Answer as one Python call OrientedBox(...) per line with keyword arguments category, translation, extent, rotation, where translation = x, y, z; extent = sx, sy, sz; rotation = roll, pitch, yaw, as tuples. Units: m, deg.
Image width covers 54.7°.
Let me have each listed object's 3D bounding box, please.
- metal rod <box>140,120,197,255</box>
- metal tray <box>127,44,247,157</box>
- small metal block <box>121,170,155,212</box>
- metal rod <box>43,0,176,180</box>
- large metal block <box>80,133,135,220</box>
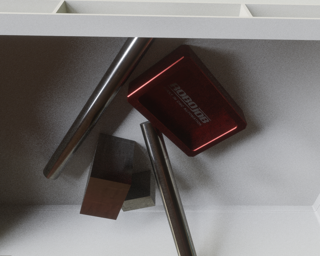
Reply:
OrientedBox(category="metal rod", translation=(0.026, 0.134, 0.427), extent=(0.025, 0.025, 0.298), rotation=(-14, 99, 11))
OrientedBox(category="metal tray", translation=(0.035, -0.027, 0.383), extent=(0.090, 0.030, 0.130), rotation=(-32, 124, 24))
OrientedBox(category="small metal block", translation=(-0.035, 0.096, 0.474), extent=(0.050, 0.050, 0.025), rotation=(-13, 129, 10))
OrientedBox(category="metal rod", translation=(-0.079, -0.027, 0.384), extent=(0.025, 0.025, 0.298), rotation=(27, 125, -22))
OrientedBox(category="large metal block", translation=(-0.072, 0.067, 0.429), extent=(0.050, 0.080, 0.079), rotation=(14, 129, -12))
